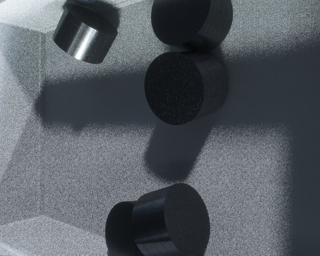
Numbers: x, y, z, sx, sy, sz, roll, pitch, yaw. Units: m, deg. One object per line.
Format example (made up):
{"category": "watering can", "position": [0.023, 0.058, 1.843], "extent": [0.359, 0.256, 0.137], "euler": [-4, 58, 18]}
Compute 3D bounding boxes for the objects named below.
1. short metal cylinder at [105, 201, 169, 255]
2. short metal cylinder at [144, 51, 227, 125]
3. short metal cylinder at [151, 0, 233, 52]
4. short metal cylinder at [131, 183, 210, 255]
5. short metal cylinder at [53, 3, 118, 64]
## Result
{"category": "short metal cylinder", "position": [-0.026, 0.135, 0.403], "extent": [0.080, 0.050, 0.080], "euler": [-9, 77, 42]}
{"category": "short metal cylinder", "position": [0.029, -0.047, 0.355], "extent": [0.080, 0.050, 0.079], "euler": [12, 110, 37]}
{"category": "short metal cylinder", "position": [0.036, -0.131, 0.359], "extent": [0.080, 0.050, 0.079], "euler": [0, 90, 39]}
{"category": "short metal cylinder", "position": [0.014, 0.109, 0.358], "extent": [0.050, 0.081, 0.080], "euler": [-26, 74, 36]}
{"category": "short metal cylinder", "position": [-0.110, -0.139, 0.459], "extent": [0.080, 0.081, 0.050], "euler": [50, 119, 28]}
